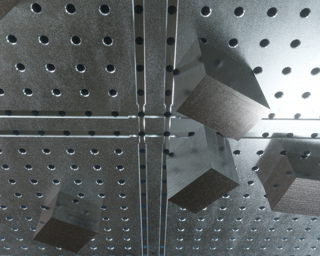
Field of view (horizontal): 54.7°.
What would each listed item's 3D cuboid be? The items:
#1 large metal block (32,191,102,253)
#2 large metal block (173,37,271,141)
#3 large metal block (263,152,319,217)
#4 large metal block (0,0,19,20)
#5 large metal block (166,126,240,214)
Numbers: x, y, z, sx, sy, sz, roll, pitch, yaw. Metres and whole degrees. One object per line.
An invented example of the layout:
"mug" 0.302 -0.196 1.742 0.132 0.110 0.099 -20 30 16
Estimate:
"large metal block" -0.158 0.164 0.533 0.080 0.050 0.080 28 125 -22
"large metal block" 0.063 -0.043 0.340 0.080 0.080 0.050 25 126 -20
"large metal block" 0.218 0.088 0.473 0.081 0.050 0.079 9 130 -8
"large metal block" -0.146 -0.152 0.264 0.080 0.050 0.080 -34 123 25
"large metal block" 0.054 0.056 0.425 0.050 0.080 0.080 32 123 -25
